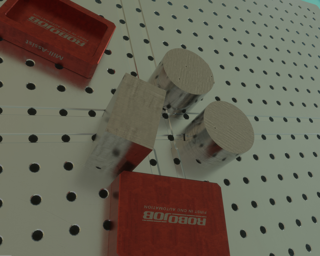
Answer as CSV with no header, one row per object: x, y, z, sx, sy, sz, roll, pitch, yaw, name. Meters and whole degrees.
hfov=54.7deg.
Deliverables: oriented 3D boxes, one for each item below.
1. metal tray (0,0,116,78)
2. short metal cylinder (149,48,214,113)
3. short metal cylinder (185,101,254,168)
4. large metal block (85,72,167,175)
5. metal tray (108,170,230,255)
-0.134,-0.132,0.412,0.131,0.030,0.090,24,53,-13,metal tray
0.030,-0.068,0.450,0.081,0.050,0.080,14,56,-21,short metal cylinder
0.082,0.009,0.431,0.081,0.050,0.080,14,56,-21,short metal cylinder
-0.039,-0.001,0.352,0.050,0.080,0.080,23,53,-14,large metal block
0.011,0.102,0.348,0.131,0.030,0.090,12,57,-22,metal tray
